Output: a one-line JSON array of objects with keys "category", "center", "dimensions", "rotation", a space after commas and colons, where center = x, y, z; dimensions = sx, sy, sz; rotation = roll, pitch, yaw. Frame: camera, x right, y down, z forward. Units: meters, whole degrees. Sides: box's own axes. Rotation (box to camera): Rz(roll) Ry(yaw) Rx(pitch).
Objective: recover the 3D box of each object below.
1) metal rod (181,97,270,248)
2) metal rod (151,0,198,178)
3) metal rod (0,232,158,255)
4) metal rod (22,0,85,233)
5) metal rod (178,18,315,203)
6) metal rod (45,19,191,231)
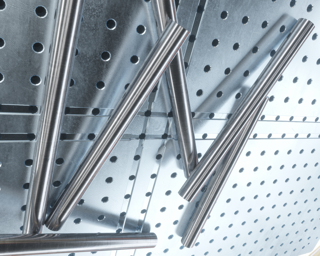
[{"category": "metal rod", "center": [0.101, 0.080, 0.514], "dimensions": [0.025, 0.025, 0.298], "rotation": [8, 115, -32]}, {"category": "metal rod", "center": [0.023, -0.046, 0.394], "dimensions": [0.025, 0.025, 0.299], "rotation": [-23, 127, -14]}, {"category": "metal rod", "center": [-0.117, 0.154, 0.416], "dimensions": [0.302, 0.025, 0.025], "rotation": [18, 109, -43]}, {"category": "metal rod", "center": [-0.125, 0.008, 0.347], "dimensions": [0.025, 0.025, 0.298], "rotation": [4, 117, -30]}, {"category": "metal rod", "center": [0.120, -0.022, 0.442], "dimensions": [0.025, 0.025, 0.299], "rotation": [31, 95, -38]}, {"category": "metal rod", "center": [-0.060, 0.011, 0.367], "dimensions": [0.025, 0.025, 0.299], "rotation": [21, 112, -36]}]
